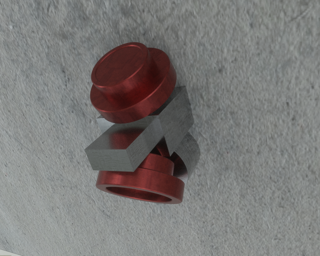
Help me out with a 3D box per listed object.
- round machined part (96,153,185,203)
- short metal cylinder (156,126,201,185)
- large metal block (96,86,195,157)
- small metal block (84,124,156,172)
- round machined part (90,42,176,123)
[{"bbox_3d":[-0.020,0.056,0.356,0.099,0.042,0.098,9,159,4],"label":"round machined part"},{"bbox_3d":[0.008,0.040,0.413,0.080,0.050,0.079,13,124,20],"label":"short metal cylinder"},{"bbox_3d":[-0.014,-0.009,0.372,0.080,0.080,0.050,-2,118,29],"label":"large metal block"},{"bbox_3d":[-0.040,0.020,0.319,0.050,0.050,0.025,-2,117,29],"label":"small metal block"},{"bbox_3d":[-0.035,-0.056,0.339,0.098,0.098,0.042,-2,142,29],"label":"round machined part"}]
